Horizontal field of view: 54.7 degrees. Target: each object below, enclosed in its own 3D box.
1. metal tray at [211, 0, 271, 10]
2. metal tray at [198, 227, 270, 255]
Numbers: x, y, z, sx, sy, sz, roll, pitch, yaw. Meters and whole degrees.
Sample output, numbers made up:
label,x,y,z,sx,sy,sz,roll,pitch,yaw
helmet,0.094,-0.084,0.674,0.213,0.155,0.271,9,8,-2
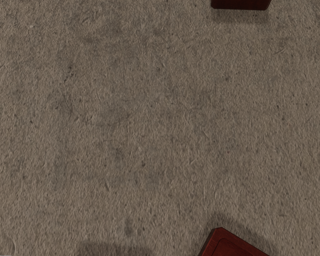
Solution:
label,x,y,z,sx,sy,sz,roll,pitch,yaw
metal tray,0.128,-0.253,0.499,0.091,0.030,0.130,2,70,0
metal tray,0.070,0.188,0.337,0.090,0.030,0.130,30,72,10
